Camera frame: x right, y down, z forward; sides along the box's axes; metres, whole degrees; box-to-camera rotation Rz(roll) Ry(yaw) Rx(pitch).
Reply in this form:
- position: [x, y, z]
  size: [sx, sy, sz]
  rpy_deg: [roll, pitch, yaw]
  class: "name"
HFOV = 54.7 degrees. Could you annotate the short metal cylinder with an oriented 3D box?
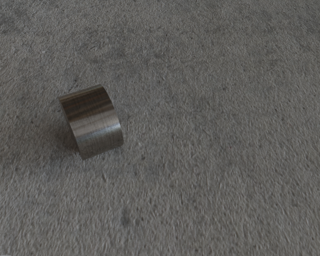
- position: [-0.083, -0.007, 0.372]
  size: [0.050, 0.080, 0.080]
  rpy_deg: [-21, 54, -17]
  class: "short metal cylinder"
